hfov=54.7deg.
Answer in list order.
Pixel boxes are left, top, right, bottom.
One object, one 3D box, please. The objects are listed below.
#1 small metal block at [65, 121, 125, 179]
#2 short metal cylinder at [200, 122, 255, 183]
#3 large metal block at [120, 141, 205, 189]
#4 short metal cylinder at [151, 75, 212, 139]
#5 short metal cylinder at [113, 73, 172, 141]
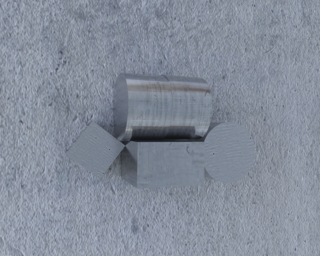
[{"bbox_3d":[-0.080,0.026,0.381,0.050,0.025,0.050,40,77,-16],"label":"small metal block"},{"bbox_3d":[0.082,0.032,0.427,0.081,0.050,0.079,0,90,-20],"label":"short metal cylinder"},{"bbox_3d":[0.000,0.040,0.382,0.081,0.080,0.050,1,90,-20],"label":"large metal block"},{"bbox_3d":[0.024,-0.025,0.390,0.050,0.080,0.079,1,90,-20],"label":"short metal cylinder"},{"bbox_3d":[-0.023,-0.025,0.373,0.050,0.080,0.079,1,90,-20],"label":"short metal cylinder"}]
